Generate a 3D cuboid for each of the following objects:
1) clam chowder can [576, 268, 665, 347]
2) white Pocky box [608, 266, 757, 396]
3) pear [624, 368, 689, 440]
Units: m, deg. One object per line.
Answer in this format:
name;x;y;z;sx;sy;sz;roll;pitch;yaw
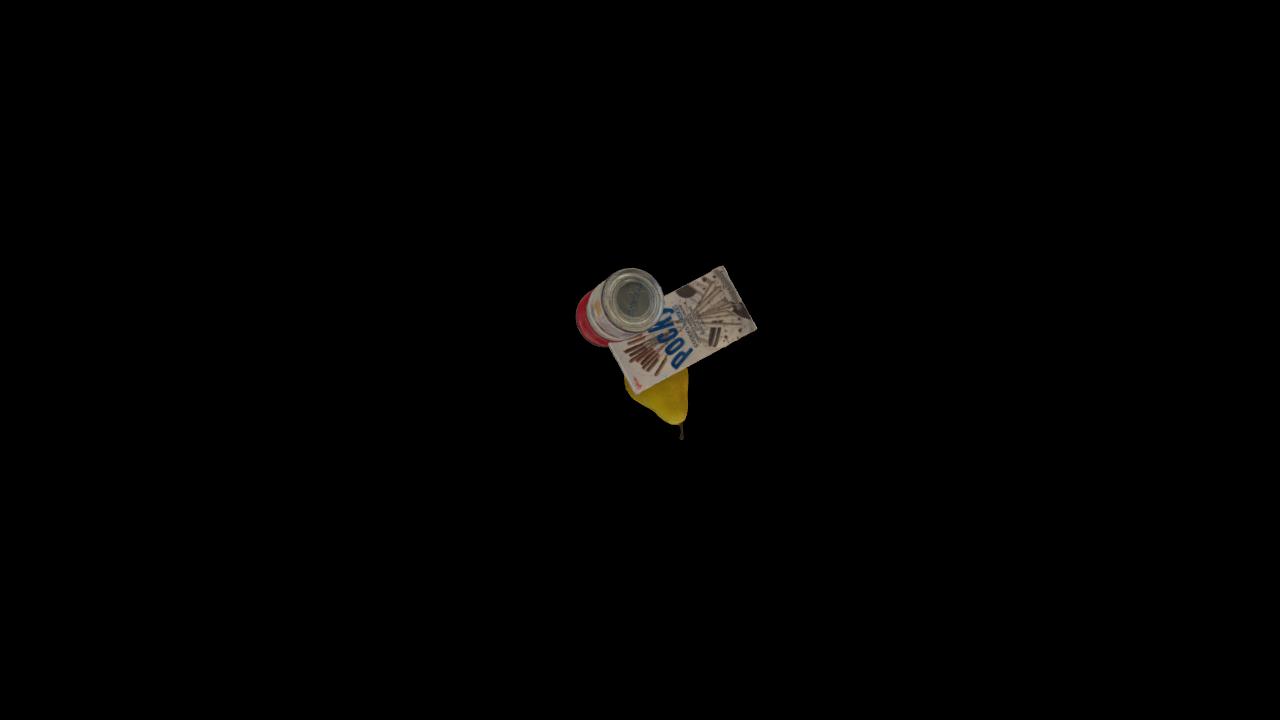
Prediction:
clam chowder can;-0.023;-0.053;0.646;0.068;0.068;0.102;0;-6;-20
white Pocky box;0.043;-0.033;0.679;0.154;0.084;0.028;-28;-1;-6
pear;0.034;0.040;0.748;0.080;0.111;0.080;-36;-4;-3
